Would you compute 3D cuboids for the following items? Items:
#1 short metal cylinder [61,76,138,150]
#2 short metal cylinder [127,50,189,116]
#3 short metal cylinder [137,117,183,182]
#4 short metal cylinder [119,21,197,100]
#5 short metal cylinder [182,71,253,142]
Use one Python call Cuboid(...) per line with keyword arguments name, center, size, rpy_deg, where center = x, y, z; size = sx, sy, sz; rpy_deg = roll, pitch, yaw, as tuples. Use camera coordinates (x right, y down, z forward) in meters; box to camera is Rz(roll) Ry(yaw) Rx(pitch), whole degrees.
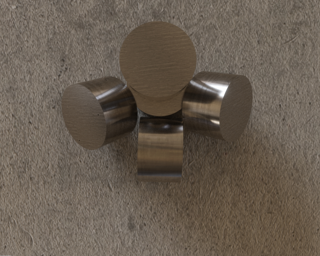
Cuboid(name="short metal cylinder", center=(-0.074, -0.019, 0.378), size=(0.080, 0.050, 0.079), rpy_deg=(17, 118, 35))
Cuboid(name="short metal cylinder", center=(0.000, -0.054, 0.399), size=(0.081, 0.050, 0.079), rpy_deg=(0, 90, -1))
Cuboid(name="short metal cylinder", center=(0.000, 0.026, 0.383), size=(0.050, 0.080, 0.079), rpy_deg=(2, 90, 0))
Cuboid(name="short metal cylinder", center=(-0.002, -0.072, 0.348), size=(0.081, 0.050, 0.079), rpy_deg=(0, 90, -1))
Cuboid(name="short metal cylinder", center=(0.072, -0.027, 0.379), size=(0.050, 0.080, 0.080), rpy_deg=(15, 90, 38))
